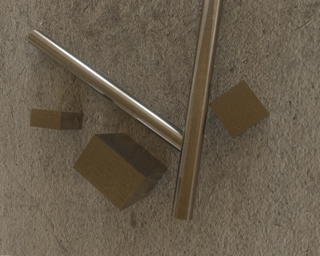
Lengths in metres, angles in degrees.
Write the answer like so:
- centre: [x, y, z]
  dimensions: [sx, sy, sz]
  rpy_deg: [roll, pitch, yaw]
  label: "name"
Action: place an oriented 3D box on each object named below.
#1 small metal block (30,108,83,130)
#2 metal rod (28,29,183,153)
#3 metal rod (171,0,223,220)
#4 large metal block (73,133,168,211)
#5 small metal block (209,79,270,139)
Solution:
- centre: [-0.148, -0.012, 0.446]
  dimensions: [0.050, 0.050, 0.025]
  rpy_deg: [6, 92, 19]
  label: "small metal block"
- centre: [-0.074, -0.055, 0.433]
  dimensions: [0.300, 0.025, 0.025]
  rpy_deg: [36, 101, 16]
  label: "metal rod"
- centre: [0.048, -0.043, 0.373]
  dimensions: [0.025, 0.025, 0.298]
  rpy_deg: [7, 86, 19]
  label: "metal rod"
- centre: [-0.047, 0.051, 0.395]
  dimensions: [0.080, 0.080, 0.050]
  rpy_deg: [38, 102, 15]
  label: "large metal block"
- centre: [0.096, -0.022, 0.375]
  dimensions: [0.050, 0.025, 0.050]
  rpy_deg: [-36, 79, 16]
  label: "small metal block"
